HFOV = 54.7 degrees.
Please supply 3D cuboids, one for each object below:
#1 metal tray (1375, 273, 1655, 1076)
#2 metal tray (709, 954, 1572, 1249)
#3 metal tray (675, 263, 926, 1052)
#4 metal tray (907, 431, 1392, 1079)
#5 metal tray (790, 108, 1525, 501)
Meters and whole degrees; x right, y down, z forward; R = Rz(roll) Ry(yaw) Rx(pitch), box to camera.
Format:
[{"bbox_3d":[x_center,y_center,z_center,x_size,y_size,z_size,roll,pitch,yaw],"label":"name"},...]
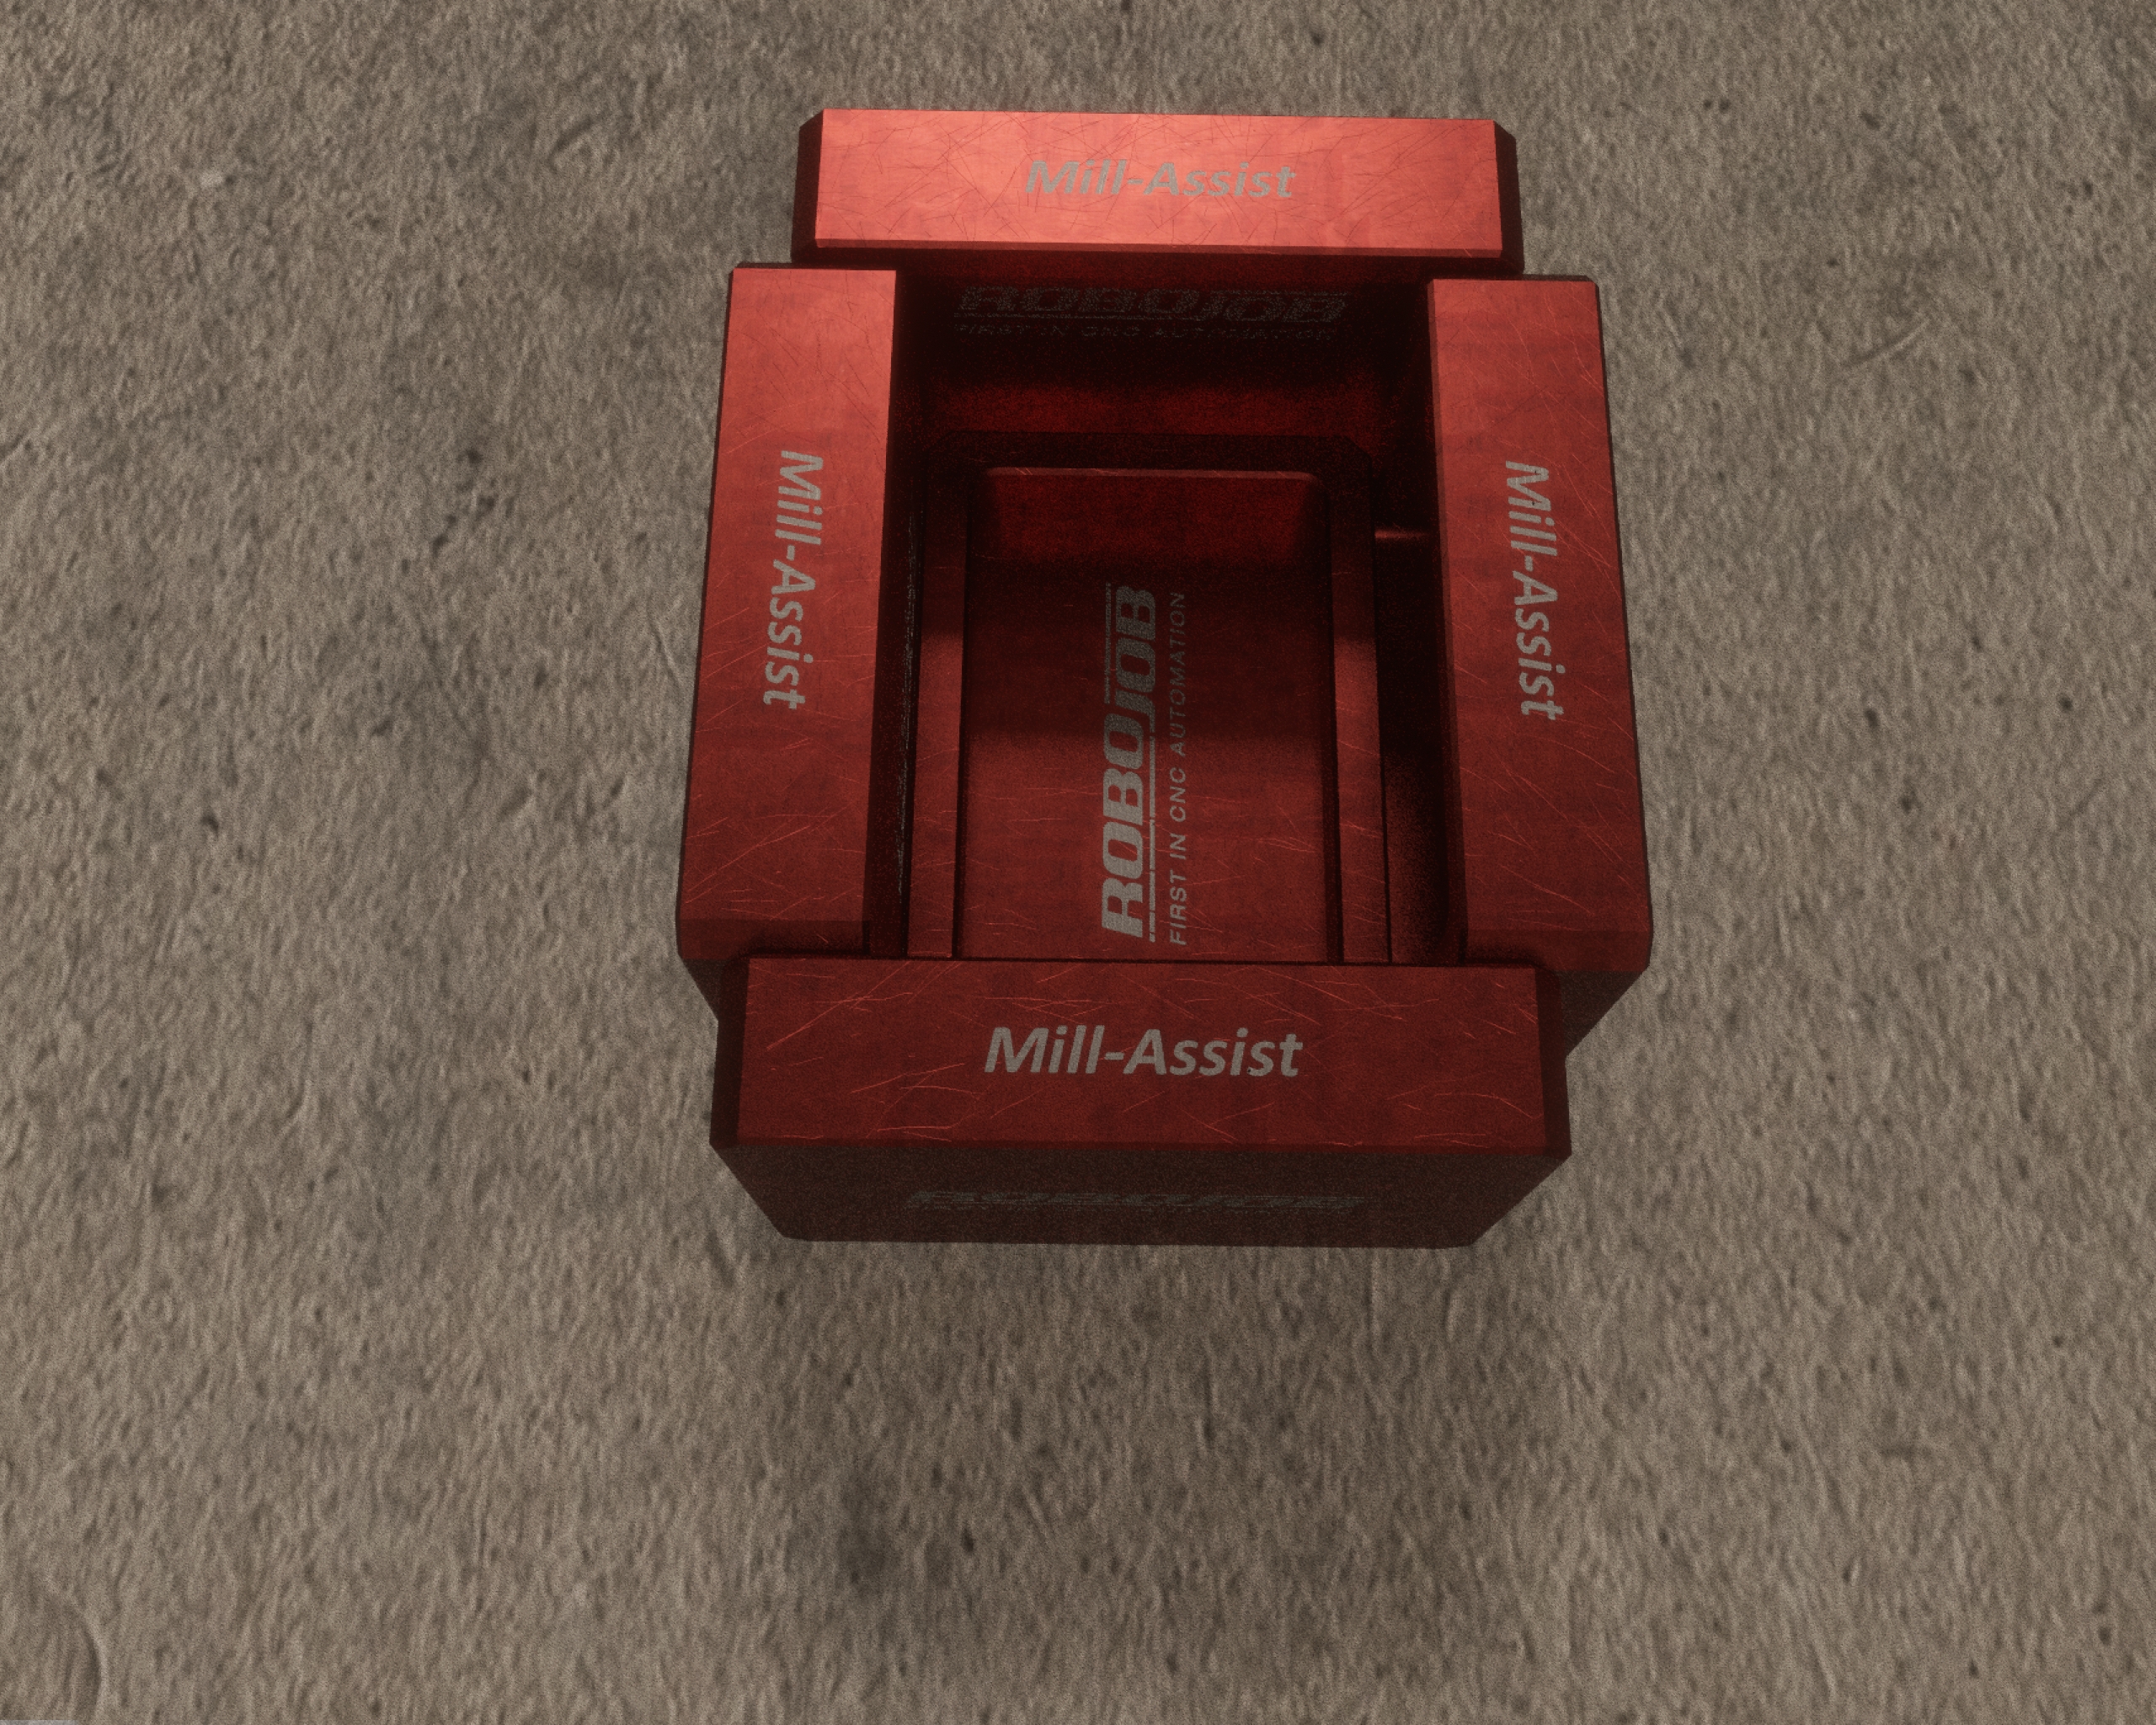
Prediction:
[{"bbox_3d":[0.075,-0.031,0.386,0.030,0.090,0.130,1,70,0],"label":"metal tray"},{"bbox_3d":[0.010,0.044,0.358,0.131,0.090,0.030,1,70,0],"label":"metal tray"},{"bbox_3d":[-0.047,-0.032,0.385,0.030,0.090,0.130,1,70,0],"label":"metal tray"},{"bbox_3d":[0.014,-0.022,0.415,0.091,0.030,0.130,1,70,0],"label":"metal tray"},{"bbox_3d":[0.014,-0.107,0.413,0.131,0.090,0.030,1,70,0],"label":"metal tray"}]
